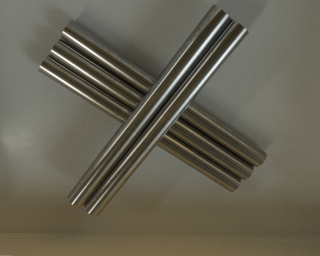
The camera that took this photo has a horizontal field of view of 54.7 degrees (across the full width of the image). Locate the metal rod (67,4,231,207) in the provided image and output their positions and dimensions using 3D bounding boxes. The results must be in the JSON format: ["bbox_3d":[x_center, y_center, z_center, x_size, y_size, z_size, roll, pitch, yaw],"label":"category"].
[{"bbox_3d":[-0.023,-0.015,0.377,0.025,0.025,0.299,36,106,-12],"label":"metal rod"}]

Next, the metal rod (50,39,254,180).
[{"bbox_3d":[-0.002,-0.018,0.403,0.301,0.025,0.025,33,107,-12],"label":"metal rod"}]

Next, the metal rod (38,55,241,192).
[{"bbox_3d":[-0.017,0.000,0.409,0.301,0.025,0.025,33,107,-12],"label":"metal rod"}]

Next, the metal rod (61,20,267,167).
[{"bbox_3d":[0.014,-0.037,0.396,0.301,0.025,0.025,33,107,-12],"label":"metal rod"}]

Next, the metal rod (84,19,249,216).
[{"bbox_3d":[-0.002,-0.001,0.382,0.025,0.025,0.299,36,106,-12],"label":"metal rod"}]
